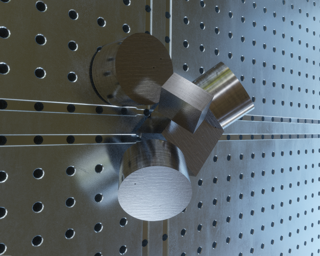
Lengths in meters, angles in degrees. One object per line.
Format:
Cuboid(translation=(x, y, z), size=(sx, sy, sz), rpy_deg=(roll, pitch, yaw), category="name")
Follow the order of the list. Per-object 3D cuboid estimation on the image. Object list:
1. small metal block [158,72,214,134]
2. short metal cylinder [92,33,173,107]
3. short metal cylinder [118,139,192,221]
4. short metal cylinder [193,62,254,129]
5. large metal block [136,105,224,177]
Cuboid(translation=(0.027, -0.027, 0.347), size=(0.050, 0.050, 0.025), rpy_deg=(33, 64, 12), category="small metal block")
Cuboid(translation=(-0.031, -0.066, 0.363), size=(0.081, 0.050, 0.079), rpy_deg=(0, 90, -40), category="short metal cylinder")
Cuboid(translation=(-0.007, 0.060, 0.356), size=(0.081, 0.050, 0.079), rpy_deg=(-2, 121, -4), category="short metal cylinder")
Cuboid(translation=(0.086, -0.045, 0.432), size=(0.050, 0.080, 0.080), rpy_deg=(-35, 118, 8), category="short metal cylinder")
Cuboid(translation=(0.029, 0.005, 0.410), size=(0.080, 0.050, 0.080), rpy_deg=(52, 60, -28), category="large metal block")
